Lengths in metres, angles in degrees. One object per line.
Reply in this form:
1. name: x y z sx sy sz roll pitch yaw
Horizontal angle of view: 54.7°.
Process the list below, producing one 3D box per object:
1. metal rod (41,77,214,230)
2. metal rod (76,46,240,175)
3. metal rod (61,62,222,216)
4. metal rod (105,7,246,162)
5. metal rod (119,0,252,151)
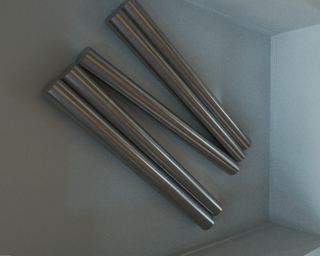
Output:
1. metal rod: -0.020 0.050 0.388 0.300 0.025 0.025 45 63 -31
2. metal rod: 0.017 -0.006 0.419 0.301 0.025 0.025 35 68 -34
3. metal rod: -0.006 0.032 0.400 0.300 0.025 0.025 45 63 -31
4. metal rod: 0.038 -0.042 0.436 0.300 0.025 0.025 44 64 -31
5. metal rod: 0.051 -0.061 0.447 0.300 0.025 0.025 44 64 -31
